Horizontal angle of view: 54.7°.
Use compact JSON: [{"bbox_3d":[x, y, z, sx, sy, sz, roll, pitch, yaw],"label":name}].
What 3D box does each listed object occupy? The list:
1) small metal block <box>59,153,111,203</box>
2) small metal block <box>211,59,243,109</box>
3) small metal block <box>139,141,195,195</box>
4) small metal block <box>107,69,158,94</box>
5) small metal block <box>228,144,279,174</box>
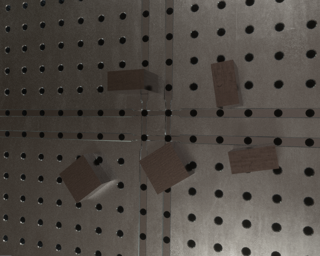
[{"bbox_3d":[-0.109,0.072,0.450,0.050,0.025,0.050,-38,78,15],"label":"small metal block"},{"bbox_3d":[0.081,-0.050,0.370,0.025,0.050,0.050,-8,87,19],"label":"small metal block"},{"bbox_3d":[0.009,0.052,0.409,0.050,0.025,0.050,-33,80,16],"label":"small metal block"},{"bbox_3d":[-0.035,-0.060,0.411,0.050,0.050,0.025,0,90,19],"label":"small metal block"},{"bbox_3d":[0.110,0.035,0.360,0.050,0.050,0.025,-10,87,19],"label":"small metal block"}]
